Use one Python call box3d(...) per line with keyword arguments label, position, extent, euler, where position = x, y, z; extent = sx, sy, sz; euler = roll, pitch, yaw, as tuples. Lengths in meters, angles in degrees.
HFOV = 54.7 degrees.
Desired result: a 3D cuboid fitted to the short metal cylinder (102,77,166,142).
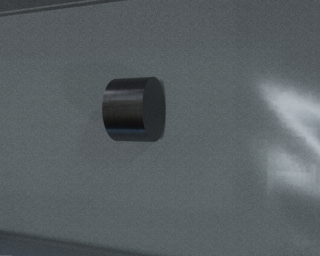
box3d(label="short metal cylinder", position=(-0.030, -0.023, 0.388), extent=(0.050, 0.080, 0.079), euler=(0, 90, 20))
